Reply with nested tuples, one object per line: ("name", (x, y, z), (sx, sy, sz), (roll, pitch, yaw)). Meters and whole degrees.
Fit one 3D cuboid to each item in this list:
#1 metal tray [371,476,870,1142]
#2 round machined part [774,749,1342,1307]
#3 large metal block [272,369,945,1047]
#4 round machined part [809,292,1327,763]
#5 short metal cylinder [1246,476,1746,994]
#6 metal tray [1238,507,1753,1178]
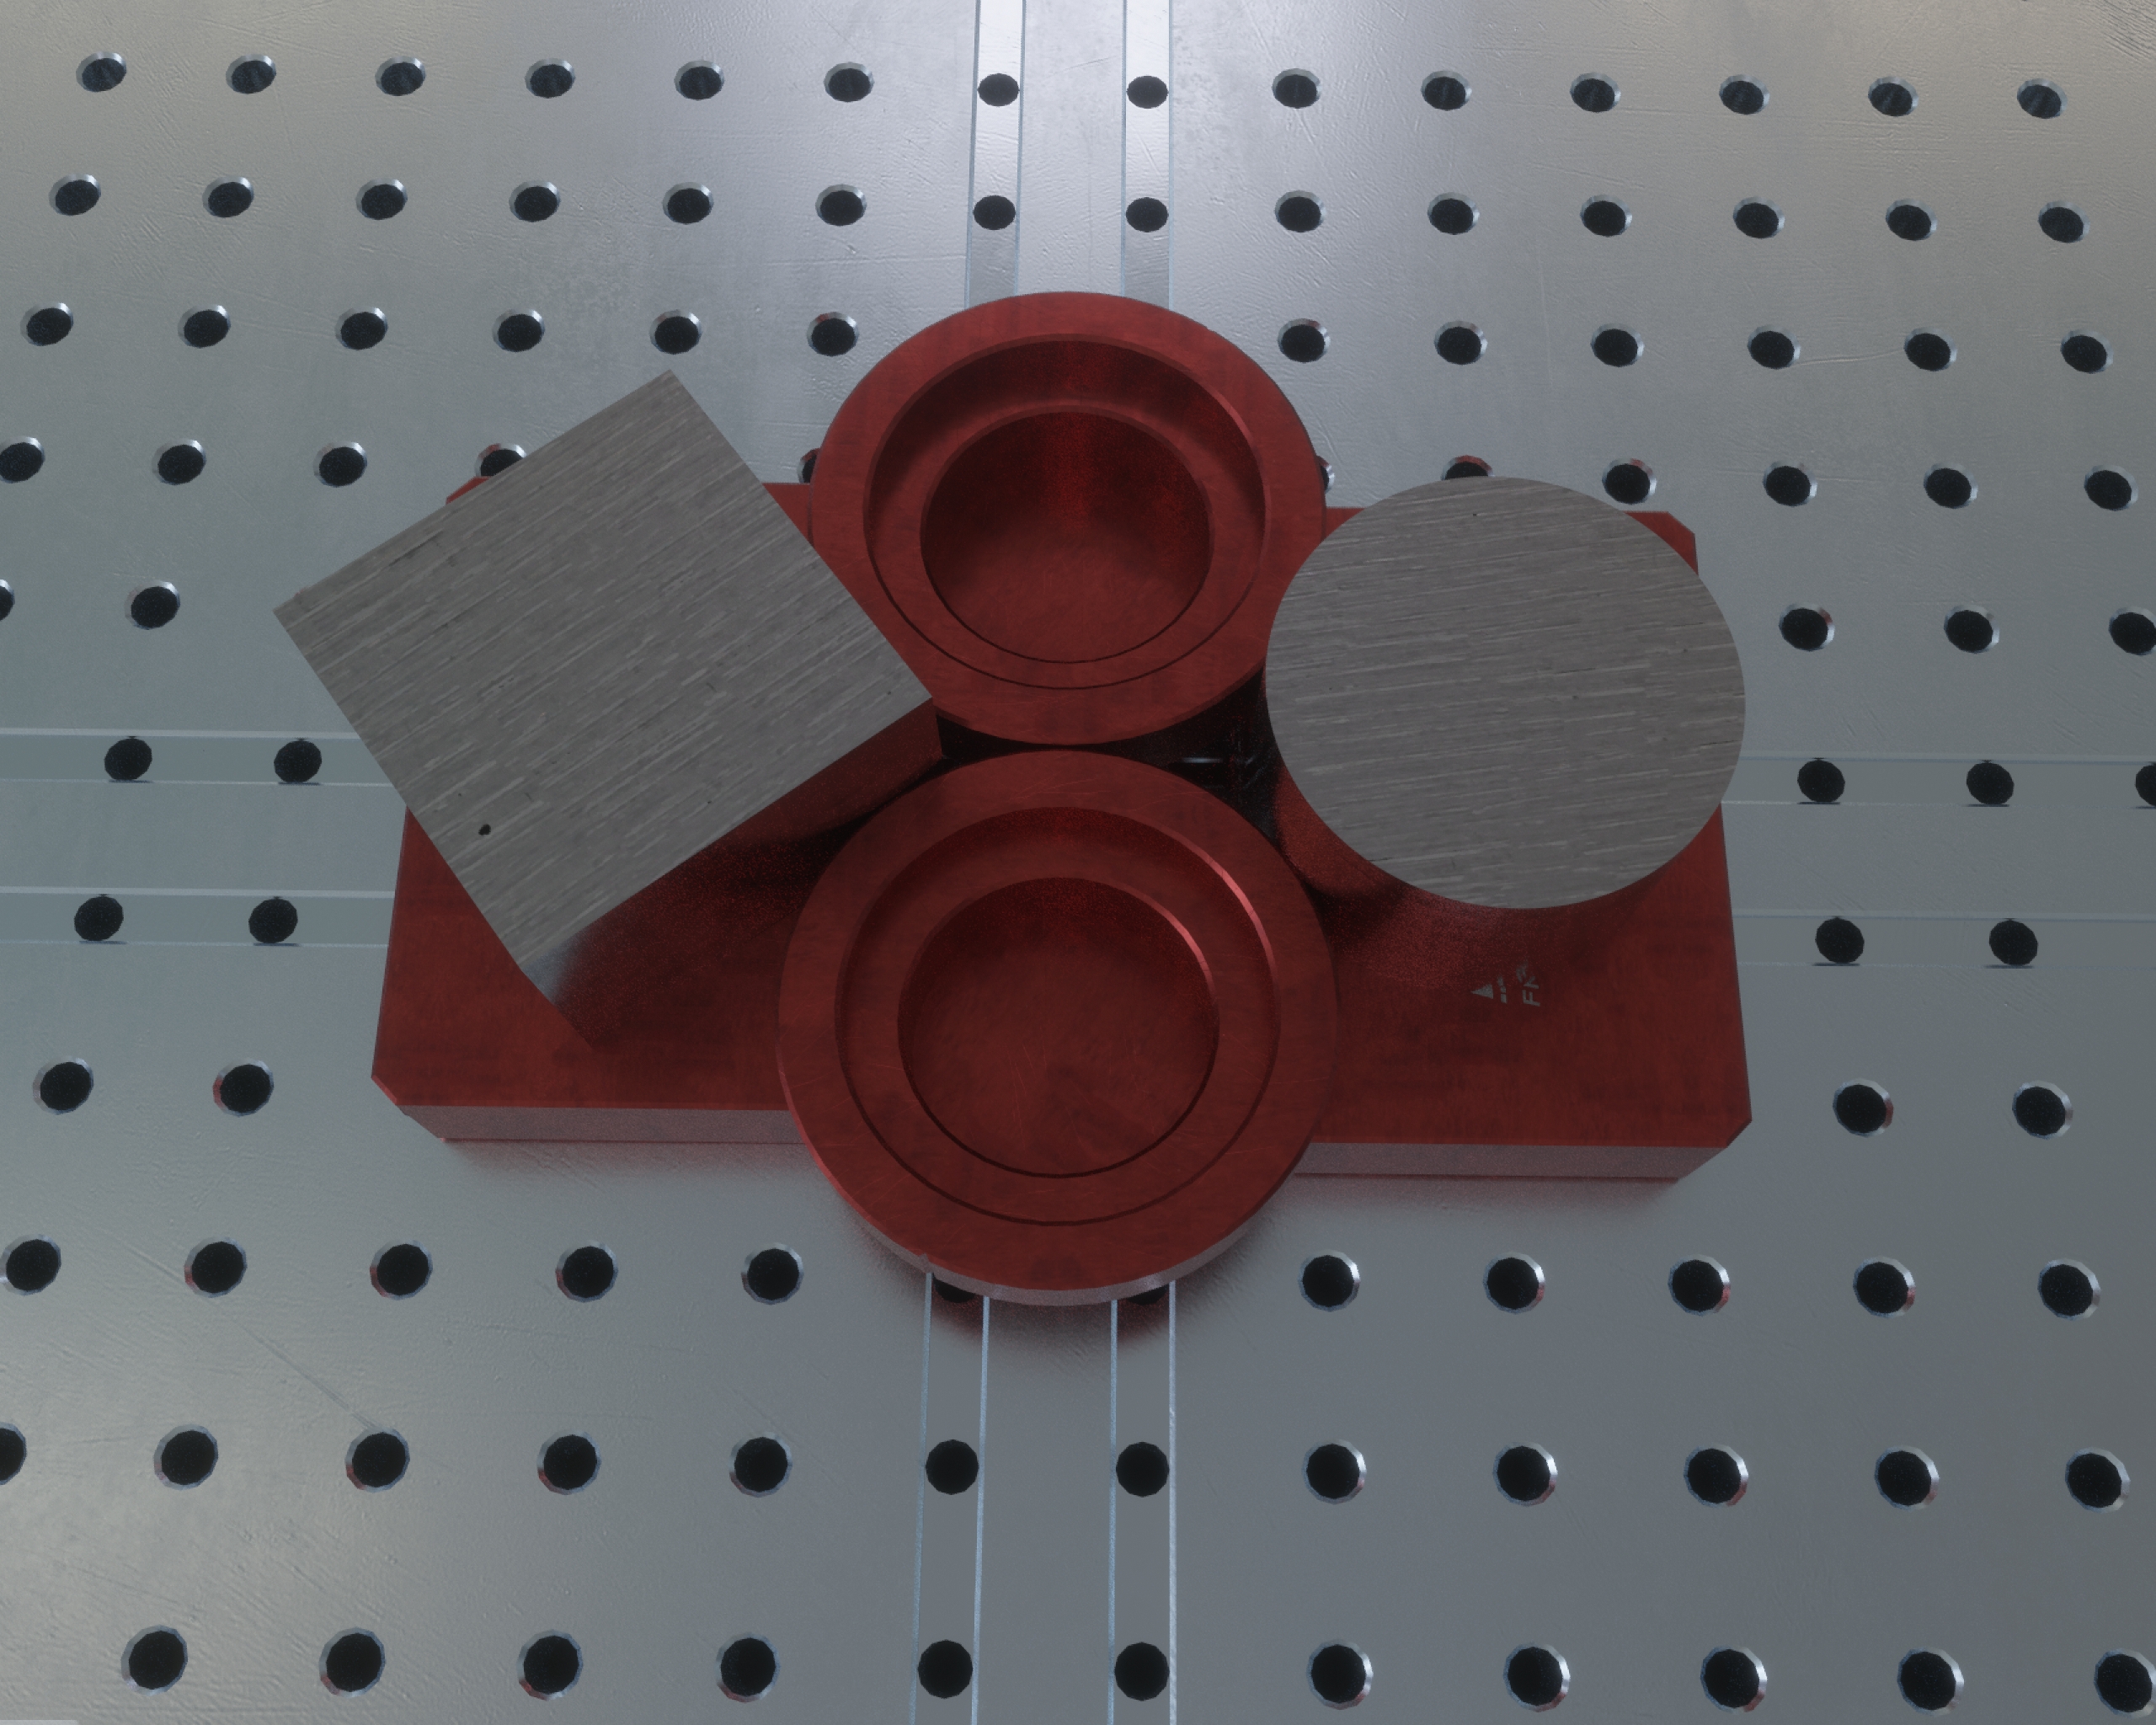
("metal tray", (-0.082, -0.012, 0.412), (0.091, 0.030, 0.130), (1, 70, -1))
("round machined part", (-0.003, 0.032, 0.381), (0.099, 0.042, 0.098), (0, 70, 0))
("large metal block", (-0.081, -0.027, 0.376), (0.080, 0.050, 0.080), (-35, 74, -12))
("round machined part", (-0.002, -0.061, 0.415), (0.099, 0.042, 0.098), (0, 70, 0))
("short metal cylinder", (0.072, -0.022, 0.374), (0.081, 0.050, 0.080), (0, 70, 0))
("metal tray", (0.077, -0.006, 0.409), (0.091, 0.030, 0.130), (1, 70, 0))
